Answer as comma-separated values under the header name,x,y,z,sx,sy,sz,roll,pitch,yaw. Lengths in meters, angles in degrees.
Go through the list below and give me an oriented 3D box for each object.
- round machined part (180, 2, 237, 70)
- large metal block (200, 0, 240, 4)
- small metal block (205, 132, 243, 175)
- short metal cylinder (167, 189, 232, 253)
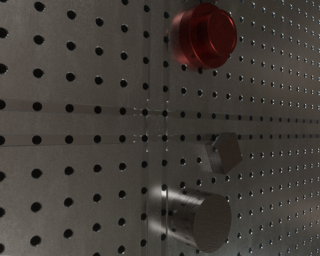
name,x,y,z,sx,sy,sz,roll,pitch,yaw
round machined part,0.079,-0.139,0.467,0.099,0.042,0.097,0,91,-40
large metal block,0.101,-0.239,0.479,0.081,0.050,0.080,-24,105,-38
small metal block,0.103,0.040,0.499,0.050,0.025,0.050,-29,108,-36
short metal cylinder,0.057,0.131,0.444,0.081,0.050,0.079,0,90,-40
